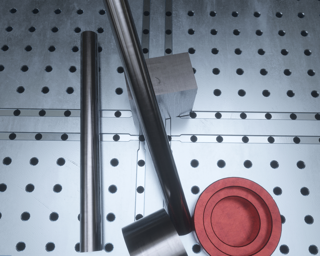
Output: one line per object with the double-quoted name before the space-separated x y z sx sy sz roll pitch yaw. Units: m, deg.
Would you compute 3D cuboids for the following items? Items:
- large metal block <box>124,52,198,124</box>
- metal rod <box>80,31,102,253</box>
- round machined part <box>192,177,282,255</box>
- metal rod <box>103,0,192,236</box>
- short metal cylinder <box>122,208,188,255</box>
"large metal block" -0.001 -0.048 0.400 0.081 0.080 0.050 -10 71 -4
"metal rod" -0.092 0.003 0.409 0.025 0.025 0.299 -4 70 -2
"round machined part" 0.086 0.110 0.364 0.099 0.042 0.098 0 70 -1
"metal rod" -0.013 -0.019 0.343 0.025 0.025 0.298 -18 101 -7
"short metal cylinder" -0.002 0.134 0.334 0.050 0.080 0.080 -24 72 -9
